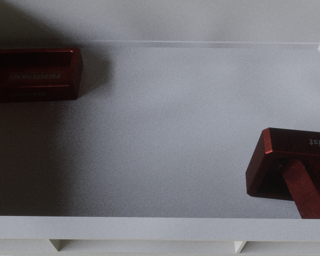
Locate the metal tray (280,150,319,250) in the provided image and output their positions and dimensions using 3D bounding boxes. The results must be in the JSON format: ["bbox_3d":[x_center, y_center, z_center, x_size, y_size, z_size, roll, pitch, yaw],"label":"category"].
[{"bbox_3d":[0.198,0.071,0.313,0.131,0.030,0.090,6,49,-19],"label":"metal tray"}]

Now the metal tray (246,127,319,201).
[{"bbox_3d":[0.166,0.045,0.327,0.131,0.089,0.030,5,50,4],"label":"metal tray"}]

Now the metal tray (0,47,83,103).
[{"bbox_3d":[-0.189,-0.081,0.467,0.131,0.030,0.090,-2,50,-2],"label":"metal tray"}]
